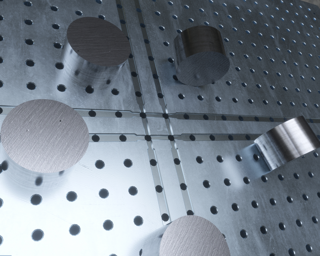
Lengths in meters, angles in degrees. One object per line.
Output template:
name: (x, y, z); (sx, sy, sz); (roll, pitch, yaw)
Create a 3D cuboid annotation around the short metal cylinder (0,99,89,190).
short metal cylinder: (-0.119, 0.017, 0.317); (0.081, 0.050, 0.080); (14, 56, -21)

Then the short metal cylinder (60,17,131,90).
short metal cylinder: (-0.085, -0.097, 0.405); (0.081, 0.050, 0.080); (14, 56, -21)

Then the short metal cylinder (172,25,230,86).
short metal cylinder: (0.061, -0.108, 0.471); (0.081, 0.080, 0.050); (7, 59, -25)

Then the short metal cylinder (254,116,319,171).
short metal cylinder: (0.189, 0.024, 0.460); (0.081, 0.080, 0.050); (-13, 69, -34)

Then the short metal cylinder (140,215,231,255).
short metal cylinder: (0.026, 0.137, 0.322); (0.081, 0.050, 0.080); (13, 56, -21)
